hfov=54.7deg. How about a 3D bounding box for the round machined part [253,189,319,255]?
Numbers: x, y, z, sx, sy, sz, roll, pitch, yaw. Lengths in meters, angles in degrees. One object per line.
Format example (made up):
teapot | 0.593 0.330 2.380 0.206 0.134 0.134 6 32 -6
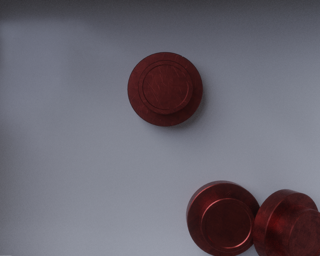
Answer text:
round machined part | 0.167 0.129 0.385 0.099 0.042 0.097 -2 95 -27

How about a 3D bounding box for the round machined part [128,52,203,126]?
round machined part | 0.007 -0.051 0.403 0.099 0.042 0.097 0 90 0

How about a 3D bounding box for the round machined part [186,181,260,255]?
round machined part | 0.085 0.121 0.403 0.099 0.042 0.097 0 90 0
